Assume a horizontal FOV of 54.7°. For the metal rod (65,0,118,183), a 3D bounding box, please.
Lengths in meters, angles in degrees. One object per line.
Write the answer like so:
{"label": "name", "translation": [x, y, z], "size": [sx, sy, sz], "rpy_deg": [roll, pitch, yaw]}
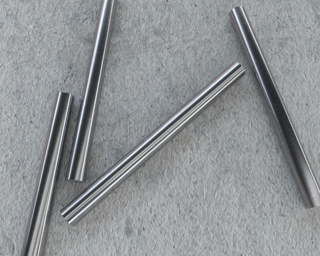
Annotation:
{"label": "metal rod", "translation": [-0.090, -0.074, 0.433], "size": [0.025, 0.025, 0.299], "rpy_deg": [5, 70, 1]}

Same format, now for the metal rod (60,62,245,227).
{"label": "metal rod", "translation": [0.000, 0.012, 0.403], "size": [0.301, 0.025, 0.025], "rpy_deg": [-41, 75, -14]}

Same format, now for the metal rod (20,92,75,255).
{"label": "metal rod", "translation": [-0.141, 0.097, 0.370], "size": [0.025, 0.025, 0.299], "rpy_deg": [5, 70, 1]}

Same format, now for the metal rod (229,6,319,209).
{"label": "metal rod", "translation": [0.153, -0.041, 0.425], "size": [0.025, 0.025, 0.299], "rpy_deg": [-13, 71, -5]}
